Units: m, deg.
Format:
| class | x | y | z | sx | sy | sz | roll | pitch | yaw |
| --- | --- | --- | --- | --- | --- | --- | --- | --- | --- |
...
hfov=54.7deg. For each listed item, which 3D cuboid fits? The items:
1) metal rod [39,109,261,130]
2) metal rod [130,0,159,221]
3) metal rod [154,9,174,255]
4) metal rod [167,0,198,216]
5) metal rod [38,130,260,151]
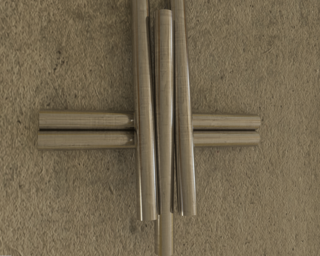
| class | x | y | z | sx | sy | sz | roll | pitch | yaw |
| --- | --- | --- | --- | --- | --- | --- | --- | --- | --- |
| metal rod | 0.002 | -0.010 | 0.413 | 0.303 | 0.025 | 0.025 | 0 | 90 | -21 |
| metal rod | -0.021 | -0.042 | 0.381 | 0.025 | 0.025 | 0.298 | 0 | 82 | -20 |
| metal rod | 0.005 | 0.006 | 0.386 | 0.025 | 0.025 | 0.298 | 0 | 90 | -20 |
| metal rod | 0.028 | -0.042 | 0.399 | 0.025 | 0.025 | 0.298 | 0 | 82 | -20 |
| metal rod | 0.000 | 0.015 | 0.412 | 0.303 | 0.025 | 0.025 | 0 | 90 | -21 |
